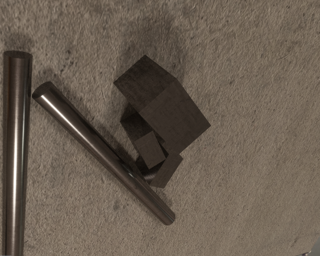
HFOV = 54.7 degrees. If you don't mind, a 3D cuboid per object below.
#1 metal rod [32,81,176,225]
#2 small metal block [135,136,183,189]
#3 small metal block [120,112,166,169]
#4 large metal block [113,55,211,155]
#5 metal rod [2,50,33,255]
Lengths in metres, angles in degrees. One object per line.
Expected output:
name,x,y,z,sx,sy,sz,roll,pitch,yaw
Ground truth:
metal rod,-0.053,0.054,0.412,0.025,0.025,0.300,-38,130,-3
small metal block,-0.002,0.045,0.419,0.025,0.050,0.050,21,107,-37
small metal block,-0.022,0.015,0.390,0.025,0.050,0.050,-31,129,-9
large metal block,0.002,-0.028,0.356,0.050,0.080,0.080,-42,130,0
metal rod,-0.166,0.062,0.354,0.025,0.025,0.298,-1,119,-29
